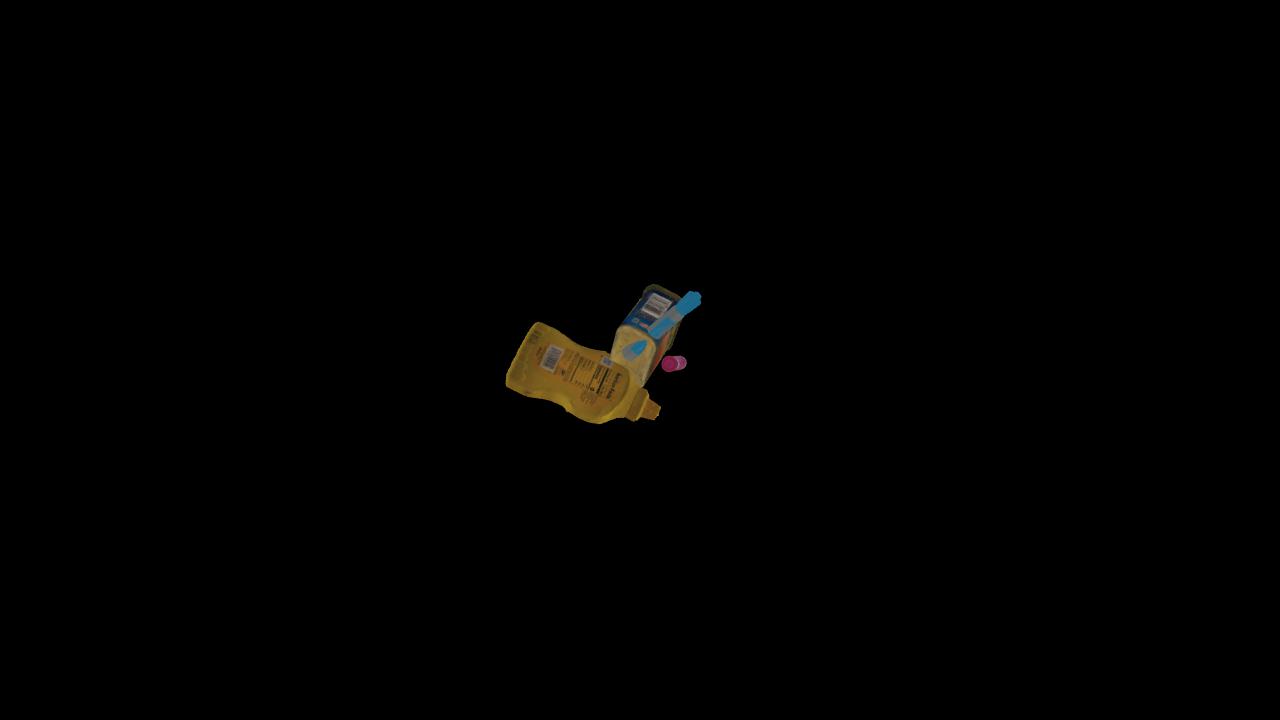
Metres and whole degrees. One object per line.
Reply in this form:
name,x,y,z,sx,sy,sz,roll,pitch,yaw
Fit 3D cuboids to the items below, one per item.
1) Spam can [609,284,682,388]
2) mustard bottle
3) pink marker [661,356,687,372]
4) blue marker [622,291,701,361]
Spam can,0.006,-0.027,0.753,0.058,0.101,0.085,27,47,9
mustard bottle,-0.061,0.028,0.741,0.184,0.092,0.054,24,-34,-1
pink marker,0.043,0.004,0.758,0.020,0.020,0.121,0,1,10
blue marker,0.024,-0.038,0.691,0.020,0.020,0.121,0,-32,-49
